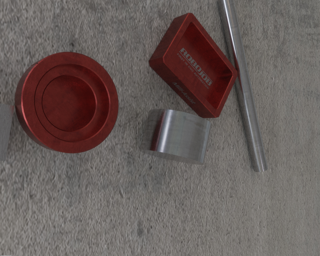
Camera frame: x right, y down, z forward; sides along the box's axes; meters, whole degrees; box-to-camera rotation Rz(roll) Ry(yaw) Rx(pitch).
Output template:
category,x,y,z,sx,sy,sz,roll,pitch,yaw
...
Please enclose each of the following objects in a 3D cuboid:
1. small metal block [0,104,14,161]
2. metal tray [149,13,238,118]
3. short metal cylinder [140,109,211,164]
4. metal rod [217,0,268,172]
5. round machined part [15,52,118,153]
category,x,y,z,sx,sy,sz,roll,pitch,yaw
small metal block,-0.161,0.001,0.270,0.050,0.025,0.050,11,83,-39
metal tray,0.053,-0.085,0.445,0.130,0.030,0.090,41,65,-32
short metal cylinder,0.020,0.012,0.385,0.080,0.080,0.050,21,77,-38
metal rod,0.142,-0.066,0.523,0.025,0.025,0.298,-25,106,-37
round machined part,-0.095,-0.024,0.314,0.099,0.042,0.097,0,90,-40
